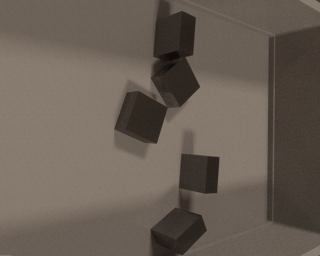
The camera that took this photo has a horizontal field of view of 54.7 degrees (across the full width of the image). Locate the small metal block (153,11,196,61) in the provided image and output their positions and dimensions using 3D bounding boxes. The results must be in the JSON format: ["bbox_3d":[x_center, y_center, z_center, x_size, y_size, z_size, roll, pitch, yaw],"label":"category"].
[{"bbox_3d":[0.019,-0.119,0.408,0.025,0.050,0.050,8,85,-40],"label":"small metal block"}]

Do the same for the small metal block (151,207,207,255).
[{"bbox_3d":[0.025,0.136,0.414,0.050,0.050,0.025,-32,110,-36],"label":"small metal block"}]

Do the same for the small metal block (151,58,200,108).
[{"bbox_3d":[0.022,-0.063,0.427,0.050,0.025,0.050,-46,118,-31],"label":"small metal block"}]

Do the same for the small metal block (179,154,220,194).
[{"bbox_3d":[0.055,0.064,0.439,0.025,0.050,0.050,8,85,-40],"label":"small metal block"}]

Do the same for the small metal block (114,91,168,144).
[{"bbox_3d":[-0.023,-0.012,0.389,0.050,0.025,0.050,27,73,-37],"label":"small metal block"}]
